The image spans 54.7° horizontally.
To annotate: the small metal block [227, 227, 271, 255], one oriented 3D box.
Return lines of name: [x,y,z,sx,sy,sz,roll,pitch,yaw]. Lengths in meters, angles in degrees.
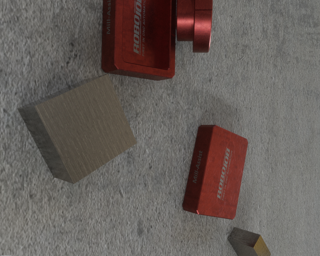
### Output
small metal block: [0.147,0.196,0.513,0.025,0.050,0.050,-46,118,-30]

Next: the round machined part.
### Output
round machined part: [0.044,-0.149,0.407,0.098,0.042,0.097,-1,92,-85]

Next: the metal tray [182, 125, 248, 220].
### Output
metal tray: [0.088,0.068,0.475,0.091,0.030,0.129,21,77,-38]

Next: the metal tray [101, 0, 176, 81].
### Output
metal tray: [-0.023,-0.129,0.381,0.091,0.030,0.129,2,89,-40]

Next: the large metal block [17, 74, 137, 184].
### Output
large metal block: [-0.082,-0.001,0.319,0.081,0.050,0.080,-33,111,-35]
